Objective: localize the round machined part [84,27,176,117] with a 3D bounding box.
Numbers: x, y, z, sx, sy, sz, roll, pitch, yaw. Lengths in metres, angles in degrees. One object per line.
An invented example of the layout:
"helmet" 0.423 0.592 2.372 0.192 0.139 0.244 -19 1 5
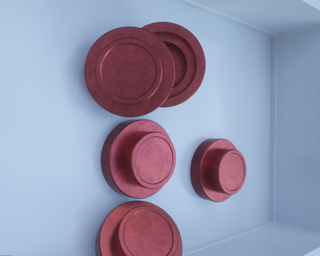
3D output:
"round machined part" -0.032 -0.060 0.335 0.099 0.042 0.097 0 97 -2

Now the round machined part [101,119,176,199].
"round machined part" -0.019 0.038 0.380 0.099 0.042 0.097 0 90 -40

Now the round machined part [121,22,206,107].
"round machined part" 0.003 -0.075 0.377 0.099 0.042 0.097 0 97 -2

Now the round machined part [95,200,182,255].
"round machined part" -0.019 0.127 0.347 0.099 0.042 0.098 14 49 -16

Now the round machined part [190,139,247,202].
"round machined part" 0.096 0.065 0.476 0.099 0.042 0.097 0 90 -40
